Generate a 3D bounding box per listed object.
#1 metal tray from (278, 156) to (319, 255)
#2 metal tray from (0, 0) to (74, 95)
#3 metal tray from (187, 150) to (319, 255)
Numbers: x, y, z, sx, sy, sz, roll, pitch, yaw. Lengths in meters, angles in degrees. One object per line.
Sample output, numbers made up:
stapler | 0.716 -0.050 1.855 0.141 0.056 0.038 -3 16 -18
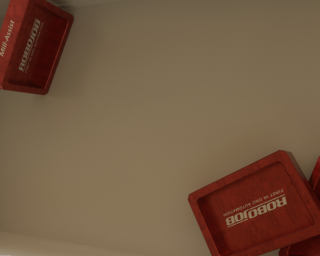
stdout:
metal tray | 0.186 0.102 0.314 0.090 0.030 0.129 31 103 60
metal tray | -0.181 -0.115 0.439 0.030 0.090 0.129 25 98 18
metal tray | 0.106 0.092 0.351 0.130 0.030 0.090 -33 69 26
